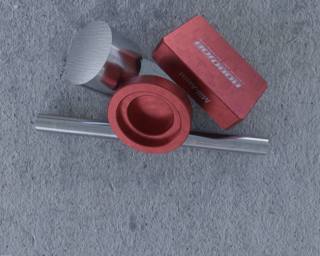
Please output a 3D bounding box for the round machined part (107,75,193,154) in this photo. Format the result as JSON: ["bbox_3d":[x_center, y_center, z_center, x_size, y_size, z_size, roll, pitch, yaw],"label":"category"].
[{"bbox_3d":[-0.009,-0.020,0.372,0.098,0.042,0.097,7,126,10],"label":"round machined part"}]

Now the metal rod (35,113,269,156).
[{"bbox_3d":[-0.010,0.008,0.411,0.302,0.025,0.025,6,90,-1],"label":"metal rod"}]

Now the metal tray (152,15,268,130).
[{"bbox_3d":[0.064,-0.071,0.384,0.130,0.030,0.090,45,51,0],"label":"metal tray"}]

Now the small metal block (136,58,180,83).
[{"bbox_3d":[-0.002,-0.062,0.397,0.050,0.050,0.025,24,90,0],"label":"small metal block"}]

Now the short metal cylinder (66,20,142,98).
[{"bbox_3d":[-0.069,-0.082,0.378,0.080,0.050,0.080,-13,68,35],"label":"short metal cylinder"}]
